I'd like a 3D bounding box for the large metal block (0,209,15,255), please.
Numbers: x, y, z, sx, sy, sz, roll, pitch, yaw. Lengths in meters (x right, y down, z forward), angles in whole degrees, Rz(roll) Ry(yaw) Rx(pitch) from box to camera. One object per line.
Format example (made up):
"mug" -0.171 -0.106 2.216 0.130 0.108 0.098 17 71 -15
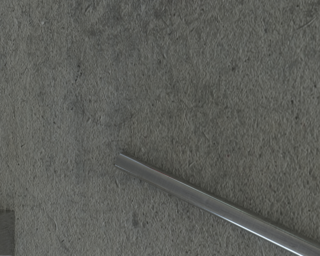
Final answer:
"large metal block" -0.275 0.175 0.477 0.050 0.080 0.079 1 90 20

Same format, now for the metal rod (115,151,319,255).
"metal rod" 0.077 0.099 0.381 0.301 0.025 0.025 23 98 18
